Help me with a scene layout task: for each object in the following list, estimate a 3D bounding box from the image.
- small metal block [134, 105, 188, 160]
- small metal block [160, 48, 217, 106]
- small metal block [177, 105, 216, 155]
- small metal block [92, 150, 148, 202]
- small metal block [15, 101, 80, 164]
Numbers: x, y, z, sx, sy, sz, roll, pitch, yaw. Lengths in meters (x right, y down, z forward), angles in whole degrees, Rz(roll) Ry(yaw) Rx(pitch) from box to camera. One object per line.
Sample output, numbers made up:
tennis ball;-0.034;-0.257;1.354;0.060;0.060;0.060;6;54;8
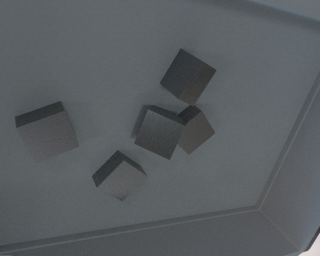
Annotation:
small metal block;0.001;0.005;0.398;0.050;0.025;0.050;25;109;3
small metal block;0.033;-0.062;0.374;0.025;0.050;0.050;22;106;-37
small metal block;0.043;0.002;0.435;0.050;0.025;0.050;-40;130;-2
small metal block;-0.054;0.066;0.421;0.050;0.025;0.050;-46;130;3
small metal block;-0.124;0.005;0.344;0.050;0.025;0.050;-23;127;-15
